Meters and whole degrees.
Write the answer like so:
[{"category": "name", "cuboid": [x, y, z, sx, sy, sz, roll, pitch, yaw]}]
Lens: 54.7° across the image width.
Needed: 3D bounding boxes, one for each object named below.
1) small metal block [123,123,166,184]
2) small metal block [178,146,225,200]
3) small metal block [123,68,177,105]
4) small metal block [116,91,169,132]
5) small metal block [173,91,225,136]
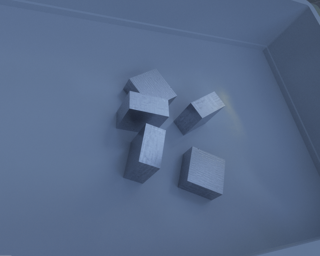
[{"category": "small metal block", "cuboid": [-0.018, 0.031, 0.361, 0.025, 0.050, 0.050, 21, 54, -16]}, {"category": "small metal block", "cuboid": [0.054, 0.058, 0.399, 0.050, 0.025, 0.050, 23, 53, -14]}, {"category": "small metal block", "cuboid": [-0.014, -0.049, 0.428, 0.050, 0.025, 0.050, -29, 78, -38]}, {"category": "small metal block", "cuboid": [-0.023, -0.017, 0.388, 0.050, 0.050, 0.025, 11, 58, -22]}, {"category": "small metal block", "cuboid": [0.054, -0.020, 0.431, 0.050, 0.050, 0.025, -27, 77, -37]}]
